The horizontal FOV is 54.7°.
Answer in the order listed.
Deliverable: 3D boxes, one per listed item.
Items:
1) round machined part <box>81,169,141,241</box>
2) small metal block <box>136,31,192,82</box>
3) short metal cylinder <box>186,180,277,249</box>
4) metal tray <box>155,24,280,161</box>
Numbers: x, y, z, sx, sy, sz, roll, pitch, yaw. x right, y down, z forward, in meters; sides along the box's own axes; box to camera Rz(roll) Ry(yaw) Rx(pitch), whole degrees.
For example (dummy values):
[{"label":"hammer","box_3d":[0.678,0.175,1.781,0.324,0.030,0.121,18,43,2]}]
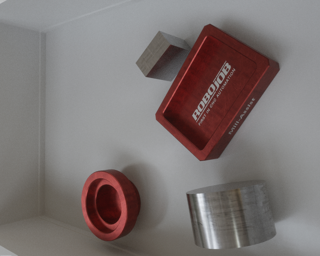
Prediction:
[{"label":"round machined part","box_3d":[-0.067,0.108,0.448,0.098,0.042,0.097,0,90,39]},{"label":"small metal block","box_3d":[0.007,-0.087,0.383,0.050,0.050,0.025,-48,62,29]},{"label":"short metal cylinder","box_3d":[0.070,0.084,0.312,0.080,0.081,0.050,-16,80,38]},{"label":"metal tray","box_3d":[0.059,-0.039,0.353,0.090,0.030,0.129,44,116,31]}]
